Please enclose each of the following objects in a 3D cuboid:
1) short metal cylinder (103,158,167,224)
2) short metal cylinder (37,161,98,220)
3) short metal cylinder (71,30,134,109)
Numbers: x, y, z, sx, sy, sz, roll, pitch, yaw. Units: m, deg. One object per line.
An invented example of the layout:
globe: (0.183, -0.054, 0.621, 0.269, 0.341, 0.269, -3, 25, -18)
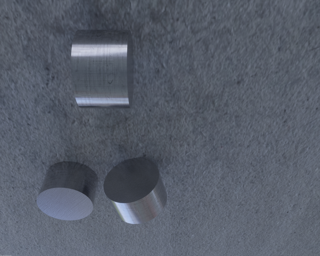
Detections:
short metal cylinder: (-0.034, 0.089, 0.447, 0.080, 0.080, 0.050, -10, 130, 8)
short metal cylinder: (-0.138, 0.096, 0.471, 0.081, 0.050, 0.079, 0, 130, 0)
short metal cylinder: (-0.055, -0.060, 0.319, 0.050, 0.080, 0.079, 0, 130, -1)
